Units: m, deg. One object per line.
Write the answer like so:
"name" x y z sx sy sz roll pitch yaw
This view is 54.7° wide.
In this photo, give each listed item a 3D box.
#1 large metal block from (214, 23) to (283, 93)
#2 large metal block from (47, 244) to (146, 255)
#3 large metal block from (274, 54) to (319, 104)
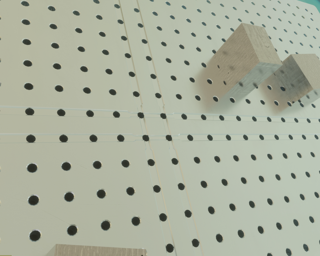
"large metal block" 0.146 -0.116 0.525 0.050 0.080 0.080 -1 62 -29
"large metal block" -0.059 0.150 0.270 0.081 0.050 0.080 13 56 -22
"large metal block" 0.283 -0.098 0.608 0.081 0.050 0.080 -10 67 -33
